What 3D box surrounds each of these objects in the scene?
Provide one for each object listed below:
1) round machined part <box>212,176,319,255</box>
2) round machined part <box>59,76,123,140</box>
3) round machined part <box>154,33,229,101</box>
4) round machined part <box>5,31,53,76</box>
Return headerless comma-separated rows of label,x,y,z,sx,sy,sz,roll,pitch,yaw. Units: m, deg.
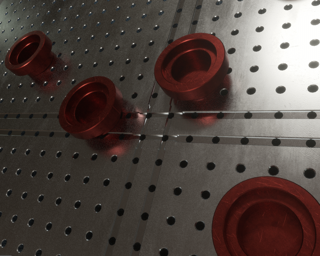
round machined part,0.101,0.098,0.284,0.098,0.042,0.098,-13,56,20
round machined part,-0.098,-0.026,0.463,0.098,0.042,0.098,-13,56,20
round machined part,0.045,-0.078,0.420,0.098,0.042,0.098,-13,56,20
round machined part,-0.253,-0.142,0.614,0.098,0.042,0.098,-13,56,20
